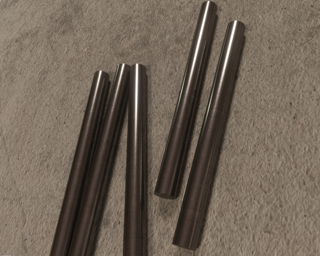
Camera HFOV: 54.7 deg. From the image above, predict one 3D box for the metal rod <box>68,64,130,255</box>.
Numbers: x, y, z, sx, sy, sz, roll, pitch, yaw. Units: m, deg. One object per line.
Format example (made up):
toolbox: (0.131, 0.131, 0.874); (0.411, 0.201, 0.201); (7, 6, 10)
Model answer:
metal rod: (-0.076, 0.038, 0.418); (0.025, 0.025, 0.299); (-5, 59, 25)

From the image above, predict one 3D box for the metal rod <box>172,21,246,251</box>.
metal rod: (0.066, -0.010, 0.374); (0.025, 0.025, 0.300); (4, 63, 29)

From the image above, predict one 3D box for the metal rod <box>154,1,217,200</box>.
metal rod: (0.041, -0.054, 0.414); (0.025, 0.025, 0.300); (1, 62, 28)

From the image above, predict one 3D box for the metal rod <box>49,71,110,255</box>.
metal rod: (-0.108, 0.045, 0.430); (0.025, 0.025, 0.299); (-8, 58, 24)

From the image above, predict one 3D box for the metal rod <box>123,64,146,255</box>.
metal rod: (-0.030, 0.037, 0.395); (0.025, 0.025, 0.299); (-14, 56, 20)
